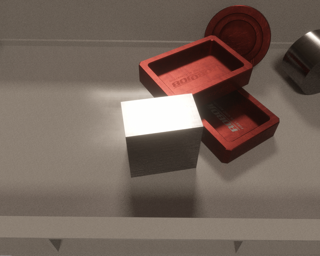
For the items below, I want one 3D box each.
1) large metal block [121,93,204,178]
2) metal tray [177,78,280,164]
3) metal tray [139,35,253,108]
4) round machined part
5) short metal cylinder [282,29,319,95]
[{"bbox_3d":[0.001,0.010,0.361,0.081,0.080,0.050,-8,51,-7],"label":"large metal block"},{"bbox_3d":[0.082,-0.023,0.422,0.091,0.030,0.130,-27,55,-21],"label":"metal tray"},{"bbox_3d":[0.048,-0.075,0.425,0.131,0.030,0.090,-25,55,-20],"label":"metal tray"},{"bbox_3d":[0.122,-0.140,0.485,0.098,0.097,0.042,17,26,13],"label":"round machined part"},{"bbox_3d":[0.229,-0.095,0.453,0.081,0.080,0.050,-15,52,-13],"label":"short metal cylinder"}]
